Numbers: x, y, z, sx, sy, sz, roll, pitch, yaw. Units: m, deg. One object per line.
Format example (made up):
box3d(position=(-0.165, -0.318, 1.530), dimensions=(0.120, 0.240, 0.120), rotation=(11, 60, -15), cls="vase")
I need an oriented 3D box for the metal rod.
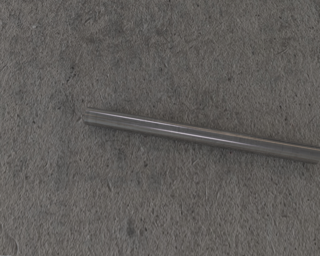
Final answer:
box3d(position=(0.052, 0.009, 0.405), dimensions=(0.301, 0.025, 0.025), rotation=(10, 70, 3), cls="metal rod")
